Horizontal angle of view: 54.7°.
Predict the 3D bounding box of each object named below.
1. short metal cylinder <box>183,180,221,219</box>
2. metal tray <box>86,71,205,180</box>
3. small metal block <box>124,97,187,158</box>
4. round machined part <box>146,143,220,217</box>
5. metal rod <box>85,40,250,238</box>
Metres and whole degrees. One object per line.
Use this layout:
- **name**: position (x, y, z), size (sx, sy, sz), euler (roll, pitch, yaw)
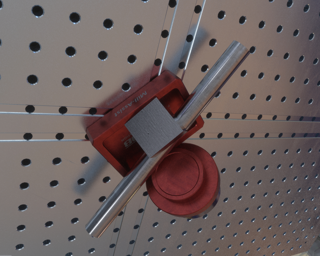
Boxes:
- **short metal cylinder**: position (0.041, 0.083, 0.450), size (0.080, 0.080, 0.050), euler (-37, 130, -4)
- **metal tray**: position (-0.015, -0.001, 0.400), size (0.130, 0.030, 0.090), euler (-37, 130, -4)
- **small metal block**: position (-0.005, 0.000, 0.366), size (0.050, 0.050, 0.025), euler (-40, 168, 11)
- **round machined part**: position (0.027, 0.065, 0.407), size (0.098, 0.098, 0.042), euler (-39, 152, -2)
- **metal rod**: position (0.004, 0.020, 0.388), size (0.025, 0.025, 0.299), euler (32, 100, -39)
